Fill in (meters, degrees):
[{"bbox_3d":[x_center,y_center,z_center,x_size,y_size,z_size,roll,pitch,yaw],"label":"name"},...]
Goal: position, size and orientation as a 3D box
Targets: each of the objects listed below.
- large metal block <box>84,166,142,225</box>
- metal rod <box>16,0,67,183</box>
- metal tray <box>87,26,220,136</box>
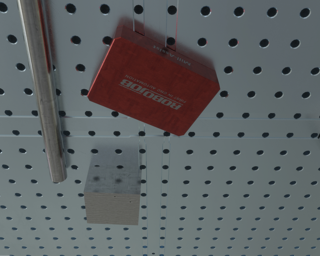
[{"bbox_3d":[-0.072,0.107,0.485,0.081,0.050,0.079,4,130,-4],"label":"large metal block"},{"bbox_3d":[-0.139,-0.039,0.375,0.025,0.025,0.298,4,130,-4],"label":"metal rod"},{"bbox_3d":[-0.008,-0.050,0.366,0.131,0.030,0.089,22,127,-18],"label":"metal tray"}]
